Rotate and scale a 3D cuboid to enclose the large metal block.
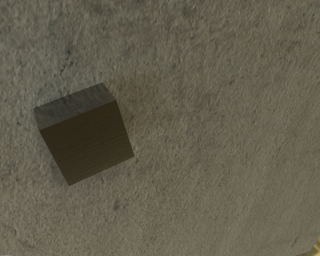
[{"bbox_3d":[-0.084,0.006,0.350,0.081,0.050,0.080,-24,128,-14],"label":"large metal block"}]
